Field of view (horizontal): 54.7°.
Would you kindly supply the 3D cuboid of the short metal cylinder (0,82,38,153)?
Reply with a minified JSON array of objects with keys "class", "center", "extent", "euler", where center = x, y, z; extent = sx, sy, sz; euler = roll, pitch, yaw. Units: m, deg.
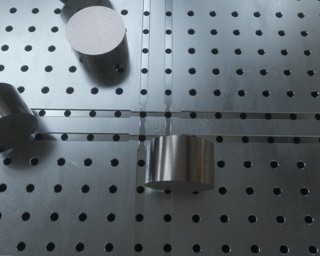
[{"class":"short metal cylinder","center":[-0.203,-0.010,0.384],"extent":[0.080,0.080,0.050],"euler":[-35,74,-12]}]

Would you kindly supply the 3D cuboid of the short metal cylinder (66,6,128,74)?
[{"class":"short metal cylinder","center":[-0.087,-0.125,0.443],"extent":[0.081,0.050,0.080],"euler":[0,70,0]}]

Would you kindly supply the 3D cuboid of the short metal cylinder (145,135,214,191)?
[{"class":"short metal cylinder","center":[0.024,0.045,0.367],"extent":[0.081,0.080,0.050],"euler":[3,70,1]}]

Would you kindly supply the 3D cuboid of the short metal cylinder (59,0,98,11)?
[{"class":"short metal cylinder","center":[-0.123,-0.222,0.462],"extent":[0.080,0.080,0.050],"euler":[21,72,7]}]
